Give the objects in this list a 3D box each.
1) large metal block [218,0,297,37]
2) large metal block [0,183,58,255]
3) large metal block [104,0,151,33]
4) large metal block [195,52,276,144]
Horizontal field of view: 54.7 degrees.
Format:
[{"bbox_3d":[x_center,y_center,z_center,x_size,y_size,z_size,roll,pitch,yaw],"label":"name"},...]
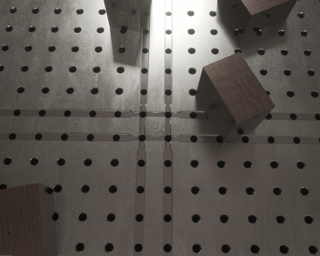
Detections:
[{"bbox_3d":[0.147,-0.198,0.473,0.080,0.050,0.080,-24,72,-9],"label":"large metal block"},{"bbox_3d":[-0.168,0.113,0.355,0.081,0.050,0.080,-10,70,-4],"label":"large metal block"},{"bbox_3d":[-0.045,-0.202,0.456,0.050,0.080,0.080,12,71,4],"label":"large metal block"},{"bbox_3d":[0.091,-0.035,0.397,0.050,0.080,0.080,-24,72,-9],"label":"large metal block"}]
